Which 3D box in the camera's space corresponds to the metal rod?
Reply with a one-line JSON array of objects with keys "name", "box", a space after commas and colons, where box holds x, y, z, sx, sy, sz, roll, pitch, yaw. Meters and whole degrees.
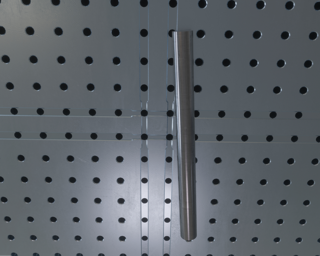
[{"name": "metal rod", "box": [0.035, 0.024, 0.422, 0.025, 0.025, 0.298, -3, 110, 1]}]
